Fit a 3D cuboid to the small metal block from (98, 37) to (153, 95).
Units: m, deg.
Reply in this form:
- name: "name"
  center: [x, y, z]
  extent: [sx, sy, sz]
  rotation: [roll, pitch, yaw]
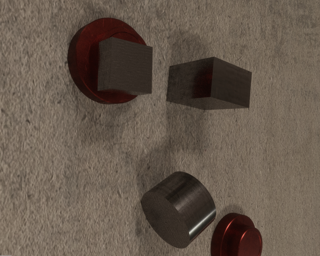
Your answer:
- name: "small metal block"
  center: [-0.036, -0.062, 0.322]
  extent: [0.050, 0.025, 0.050]
  rotation: [2, 88, -40]

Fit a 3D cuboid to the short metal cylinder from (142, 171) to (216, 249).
- name: "short metal cylinder"
  center: [0.023, 0.102, 0.390]
  extent: [0.050, 0.080, 0.080]
  rotation: [-30, 109, -36]

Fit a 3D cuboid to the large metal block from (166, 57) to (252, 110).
- name: "large metal block"
  center: [0.067, -0.057, 0.428]
  extent: [0.081, 0.080, 0.050]
  rotation: [9, 84, -40]

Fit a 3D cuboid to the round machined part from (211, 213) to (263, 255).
- name: "round machined part"
  center: [0.131, 0.192, 0.508]
  extent: [0.099, 0.042, 0.097]
  rotation: [0, 90, -40]

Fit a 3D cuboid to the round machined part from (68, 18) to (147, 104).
- name: "round machined part"
  center: [-0.050, -0.076, 0.353]
  extent: [0.099, 0.042, 0.097]
  rotation: [0, 90, -40]
